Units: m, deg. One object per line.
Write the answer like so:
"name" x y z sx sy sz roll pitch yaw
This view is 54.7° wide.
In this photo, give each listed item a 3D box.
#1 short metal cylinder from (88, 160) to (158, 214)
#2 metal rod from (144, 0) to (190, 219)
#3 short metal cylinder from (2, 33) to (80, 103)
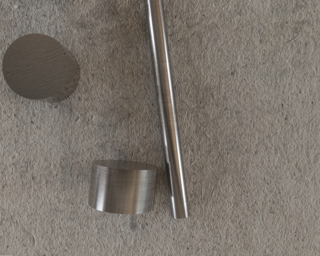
"short metal cylinder" -0.045 0.070 0.382 0.080 0.080 0.050 6 90 0
"metal rod" 0.009 -0.032 0.409 0.025 0.025 0.298 -7 90 0
"short metal cylinder" -0.149 -0.074 0.396 0.081 0.050 0.079 0 90 0
